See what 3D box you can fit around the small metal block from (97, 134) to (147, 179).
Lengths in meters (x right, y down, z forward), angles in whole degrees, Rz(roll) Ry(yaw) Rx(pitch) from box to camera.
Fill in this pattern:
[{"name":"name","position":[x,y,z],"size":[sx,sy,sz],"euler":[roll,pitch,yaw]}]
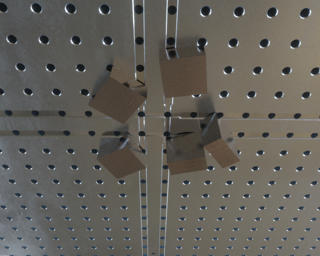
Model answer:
[{"name":"small metal block","position":[-0.054,0.042,0.447],"size":[0.050,0.025,0.050],"euler":[-24,127,18]}]

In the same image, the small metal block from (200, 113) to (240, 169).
[{"name":"small metal block","position":[0.079,0.017,0.411],"size":[0.025,0.050,0.050],"euler":[-29,125,22]}]

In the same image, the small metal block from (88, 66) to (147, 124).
[{"name":"small metal block","position":[-0.051,-0.039,0.378],"size":[0.050,0.025,0.050],"euler":[30,124,-24]}]

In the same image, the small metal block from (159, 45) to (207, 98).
[{"name":"small metal block","position":[0.027,-0.064,0.357],"size":[0.050,0.025,0.050],"euler":[-6,130,4]}]

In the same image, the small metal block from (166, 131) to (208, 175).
[{"name":"small metal block","position":[0.036,0.034,0.425],"size":[0.050,0.050,0.025],"euler":[-10,130,8]}]
